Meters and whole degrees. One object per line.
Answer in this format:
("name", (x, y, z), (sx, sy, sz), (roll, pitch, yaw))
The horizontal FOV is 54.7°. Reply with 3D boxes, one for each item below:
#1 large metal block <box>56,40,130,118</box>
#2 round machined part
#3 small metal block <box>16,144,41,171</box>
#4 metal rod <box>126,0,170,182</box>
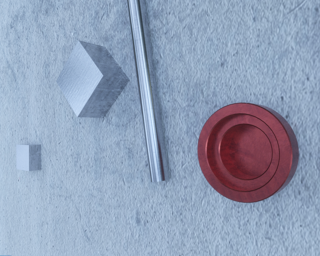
("large metal block", (-0.104, -0.072, 0.472), (0.080, 0.050, 0.080), (-51, 61, 27))
("round machined part", (0.091, 0.024, 0.318), (0.098, 0.042, 0.097), (0, 90, 39))
("small metal block", (-0.262, 0.058, 0.617), (0.050, 0.025, 0.050), (0, 90, 39))
("metal rod", (-0.020, -0.078, 0.419), (0.025, 0.025, 0.298), (-13, 82, 39))
